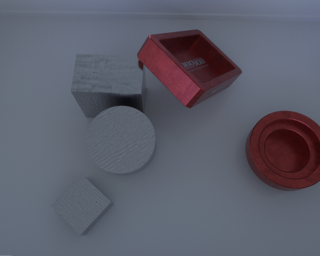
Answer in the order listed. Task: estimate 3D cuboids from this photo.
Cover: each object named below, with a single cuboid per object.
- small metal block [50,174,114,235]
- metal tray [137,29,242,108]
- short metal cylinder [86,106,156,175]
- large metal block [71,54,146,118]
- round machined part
[{"bbox_3d":[-0.093,0.093,0.375,0.050,0.025,0.050,40,74,13],"label":"small metal block"},{"bbox_3d":[0.043,-0.081,0.393,0.090,0.030,0.131,47,37,10],"label":"metal tray"},{"bbox_3d":[-0.045,0.017,0.383,0.081,0.050,0.080,0,79,0],"label":"short metal cylinder"},{"bbox_3d":[-0.060,-0.050,0.398,0.081,0.080,0.050,2,70,0],"label":"large metal block"},{"bbox_3d":[0.157,0.031,0.391,0.099,0.042,0.098,0,70,-1],"label":"round machined part"}]
